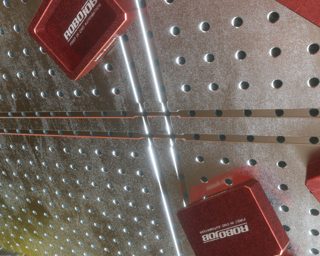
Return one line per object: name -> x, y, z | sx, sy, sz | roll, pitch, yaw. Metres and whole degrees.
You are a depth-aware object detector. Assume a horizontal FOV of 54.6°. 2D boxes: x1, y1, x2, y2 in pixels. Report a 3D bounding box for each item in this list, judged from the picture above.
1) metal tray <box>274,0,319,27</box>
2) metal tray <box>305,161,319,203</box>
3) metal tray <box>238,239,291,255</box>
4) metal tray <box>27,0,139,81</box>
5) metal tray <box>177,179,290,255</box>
metal tray -> 0.144, -0.134, 0.250 | 0.130, 0.030, 0.089 | 34, 129, 5
metal tray -> 0.235, 0.081, 0.334 | 0.130, 0.030, 0.090 | 49, 129, -7
metal tray -> 0.144, 0.230, 0.474 | 0.090, 0.030, 0.129 | 22, 127, 15
metal tray -> -0.098, -0.130, 0.379 | 0.090, 0.030, 0.129 | 49, 129, -7
metal tray -> 0.093, 0.134, 0.421 | 0.130, 0.030, 0.090 | -33, 78, 38
